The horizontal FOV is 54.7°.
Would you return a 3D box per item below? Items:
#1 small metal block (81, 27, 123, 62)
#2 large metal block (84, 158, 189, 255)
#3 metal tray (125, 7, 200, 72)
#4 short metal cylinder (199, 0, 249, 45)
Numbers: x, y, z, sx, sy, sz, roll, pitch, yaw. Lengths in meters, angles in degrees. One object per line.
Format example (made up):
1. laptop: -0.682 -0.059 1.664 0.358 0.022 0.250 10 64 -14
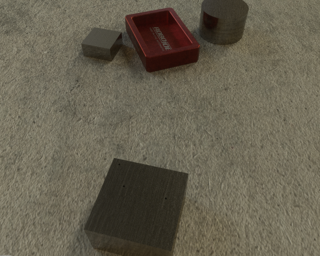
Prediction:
1. small metal block: -0.096 -0.142 0.522 0.050 0.025 0.050 13 51 11
2. large metal block: -0.019 0.085 0.316 0.080 0.050 0.080 11 51 9
3. metal tray: 0.001 -0.154 0.529 0.091 0.030 0.130 -15 52 -13
4. short metal cylinder: 0.111 -0.192 0.549 0.081 0.050 0.080 0 50 0
